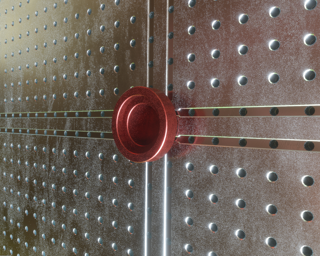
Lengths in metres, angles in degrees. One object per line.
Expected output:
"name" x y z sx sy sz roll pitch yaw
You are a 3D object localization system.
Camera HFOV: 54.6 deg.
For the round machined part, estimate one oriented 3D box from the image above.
"round machined part" -0.016 -0.004 0.412 0.098 0.042 0.097 0 90 40
